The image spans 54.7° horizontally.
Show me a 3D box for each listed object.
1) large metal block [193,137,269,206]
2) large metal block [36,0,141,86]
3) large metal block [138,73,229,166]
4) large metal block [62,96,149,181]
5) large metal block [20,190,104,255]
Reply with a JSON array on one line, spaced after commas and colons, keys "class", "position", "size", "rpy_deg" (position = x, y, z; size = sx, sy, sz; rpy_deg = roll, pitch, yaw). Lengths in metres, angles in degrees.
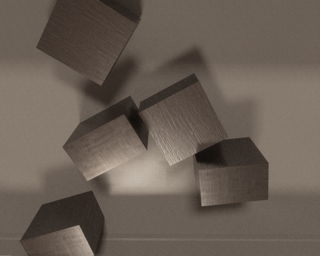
[{"class": "large metal block", "position": [0.088, 0.054, 0.403], "size": [0.080, 0.080, 0.050], "rpy_deg": [-6, 110, 2]}, {"class": "large metal block", "position": [-0.079, -0.109, 0.353], "size": [0.080, 0.050, 0.080], "rpy_deg": [30, 113, -11]}, {"class": "large metal block", "position": [0.029, -0.012, 0.394], "size": [0.080, 0.050, 0.080], "rpy_deg": [-28, 108, 9]}, {"class": "large metal block", "position": [-0.062, 0.010, 0.385], "size": [0.080, 0.080, 0.050], "rpy_deg": [-27, 108, 9]}, {"class": "large metal block", "position": [-0.131, 0.140, 0.432], "size": [0.080, 0.080, 0.050], "rpy_deg": [-17, 110, 6]}]
